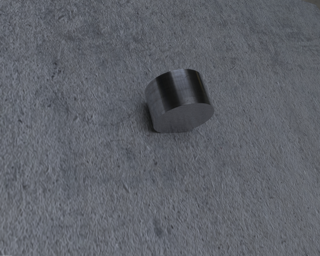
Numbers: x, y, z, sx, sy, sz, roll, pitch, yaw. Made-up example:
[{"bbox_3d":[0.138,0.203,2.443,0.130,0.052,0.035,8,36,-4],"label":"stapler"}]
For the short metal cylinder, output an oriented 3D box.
[{"bbox_3d":[0.025,-0.033,0.405,0.081,0.080,0.050,-1,63,-29],"label":"short metal cylinder"}]
